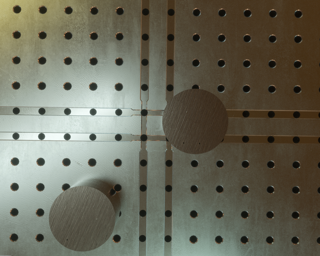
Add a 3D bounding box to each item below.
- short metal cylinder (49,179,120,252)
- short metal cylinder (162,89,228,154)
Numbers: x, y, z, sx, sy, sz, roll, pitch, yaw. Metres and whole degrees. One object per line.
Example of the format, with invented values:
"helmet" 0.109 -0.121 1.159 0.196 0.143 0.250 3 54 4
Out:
"short metal cylinder" -0.094 0.110 0.400 0.081 0.050 0.079 0 90 0
"short metal cylinder" 0.043 -0.008 0.401 0.081 0.050 0.079 0 90 0
